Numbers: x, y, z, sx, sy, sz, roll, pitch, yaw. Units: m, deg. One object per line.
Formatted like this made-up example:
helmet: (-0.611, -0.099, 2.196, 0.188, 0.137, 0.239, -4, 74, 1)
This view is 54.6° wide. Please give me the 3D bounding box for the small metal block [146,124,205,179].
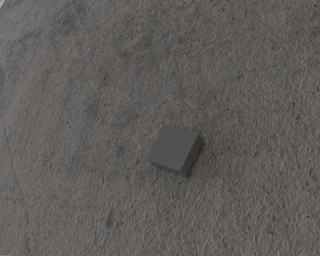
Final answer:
small metal block: (0.019, 0.028, 0.378, 0.050, 0.025, 0.050, 15, 70, 34)
